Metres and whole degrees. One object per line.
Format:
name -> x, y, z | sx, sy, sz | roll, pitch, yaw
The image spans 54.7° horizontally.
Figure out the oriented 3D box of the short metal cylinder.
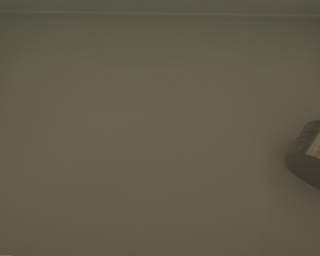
short metal cylinder -> 0.199, 0.035, 0.369 | 0.080, 0.080, 0.050 | 34, 74, 11
